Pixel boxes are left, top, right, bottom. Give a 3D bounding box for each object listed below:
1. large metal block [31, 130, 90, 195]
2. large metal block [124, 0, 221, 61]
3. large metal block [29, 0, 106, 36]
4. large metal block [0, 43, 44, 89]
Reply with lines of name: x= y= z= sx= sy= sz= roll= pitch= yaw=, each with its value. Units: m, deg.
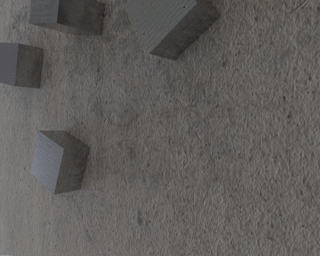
large metal block: x=-0.172 y=0.056 z=0.531 sx=0.080 sy=0.050 sz=0.079 roll=26 pitch=106 yaw=37
large metal block: x=0.013 y=-0.143 z=0.378 sx=0.080 sy=0.050 sz=0.080 roll=-40 pitch=66 yaw=33
large metal block: x=-0.146 y=-0.181 z=0.490 sx=0.080 sy=0.081 sz=0.050 roll=15 pitch=100 yaw=39
large metal block: x=-0.281 y=-0.125 z=0.622 sx=0.080 sy=0.050 sz=0.079 roll=14 pitch=99 yaw=39
